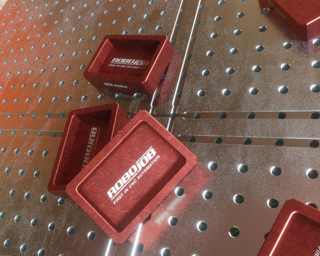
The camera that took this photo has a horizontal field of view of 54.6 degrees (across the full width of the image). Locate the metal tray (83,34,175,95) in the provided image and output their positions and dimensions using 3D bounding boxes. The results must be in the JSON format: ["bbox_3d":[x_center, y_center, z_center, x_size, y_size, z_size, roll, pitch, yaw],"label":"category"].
[{"bbox_3d":[-0.052,-0.105,0.497,0.130,0.030,0.090,12,68,33],"label":"metal tray"}]

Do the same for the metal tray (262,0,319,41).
[{"bbox_3d":[0.198,-0.184,0.414,0.090,0.030,0.130,-29,52,10],"label":"metal tray"}]

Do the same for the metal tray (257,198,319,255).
[{"bbox_3d":[0.122,0.137,0.256,0.090,0.030,0.130,24,75,36],"label":"metal tray"}]

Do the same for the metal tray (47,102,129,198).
[{"bbox_3d":[-0.099,0.031,0.439,0.090,0.030,0.130,-7,58,24],"label":"metal tray"}]

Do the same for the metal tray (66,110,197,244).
[{"bbox_3d":[-0.031,0.055,0.362,0.090,0.030,0.130,43,85,10],"label":"metal tray"}]
